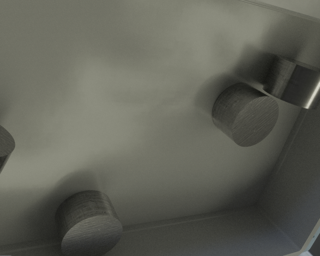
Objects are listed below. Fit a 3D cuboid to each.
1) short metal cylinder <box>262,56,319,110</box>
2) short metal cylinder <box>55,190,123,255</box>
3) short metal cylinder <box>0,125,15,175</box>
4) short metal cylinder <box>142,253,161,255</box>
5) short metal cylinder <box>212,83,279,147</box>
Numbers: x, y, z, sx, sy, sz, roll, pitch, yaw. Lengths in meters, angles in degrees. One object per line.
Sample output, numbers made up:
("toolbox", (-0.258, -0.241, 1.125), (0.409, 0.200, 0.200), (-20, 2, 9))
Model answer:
("short metal cylinder", (0.195, -0.066, 0.441), (0.081, 0.080, 0.050), (4, 117, -31))
("short metal cylinder", (-0.098, 0.133, 0.422), (0.081, 0.050, 0.079), (-14, 125, -21))
("short metal cylinder", (-0.186, 0.023, 0.286), (0.080, 0.080, 0.050), (24, 105, -37))
("short metal cylinder", (-0.020, 0.274, 0.556), (0.081, 0.050, 0.079), (-14, 125, -21))
("short metal cylinder", (0.123, -0.019, 0.450), (0.081, 0.050, 0.079), (-14, 125, -21))
